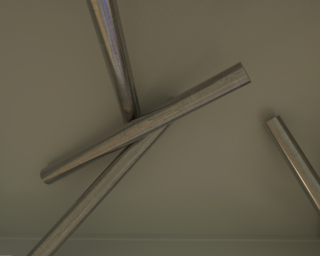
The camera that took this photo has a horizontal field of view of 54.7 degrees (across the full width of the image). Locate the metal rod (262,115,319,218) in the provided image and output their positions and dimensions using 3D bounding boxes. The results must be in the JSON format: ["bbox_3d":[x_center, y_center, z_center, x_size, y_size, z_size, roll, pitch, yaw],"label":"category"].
[{"bbox_3d":[0.218,0.118,0.385,0.025,0.025,0.299,-31,80,10],"label":"metal rod"}]

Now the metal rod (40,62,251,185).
[{"bbox_3d":[-0.034,0.005,0.380,0.300,0.025,0.025,-27,109,22],"label":"metal rod"}]

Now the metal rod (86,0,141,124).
[{"bbox_3d":[-0.047,-0.089,0.289,0.025,0.025,0.299,-6,146,2],"label":"metal rod"}]

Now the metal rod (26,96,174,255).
[{"bbox_3d":[-0.076,0.078,0.397,0.025,0.025,0.300,43,89,-14],"label":"metal rod"}]
